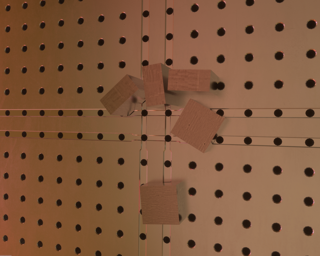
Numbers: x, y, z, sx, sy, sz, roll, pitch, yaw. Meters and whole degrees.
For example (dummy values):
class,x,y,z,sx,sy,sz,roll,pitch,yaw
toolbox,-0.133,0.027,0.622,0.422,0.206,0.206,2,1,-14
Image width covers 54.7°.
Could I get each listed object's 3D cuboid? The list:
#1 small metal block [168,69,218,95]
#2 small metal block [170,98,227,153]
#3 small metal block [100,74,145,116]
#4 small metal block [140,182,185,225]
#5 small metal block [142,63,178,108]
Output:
class,x,y,z,sx,sy,sz,roll,pitch,yaw
small metal block,0.042,-0.056,0.384,0.050,0.050,0.025,4,92,19
small metal block,0.050,-0.003,0.394,0.050,0.025,0.050,32,100,16
small metal block,-0.044,-0.042,0.414,0.050,0.050,0.025,-41,77,15
small metal block,0.003,0.099,0.411,0.050,0.025,0.050,-5,88,19
small metal block,0.001,-0.052,0.398,0.025,0.050,0.050,-8,88,20
